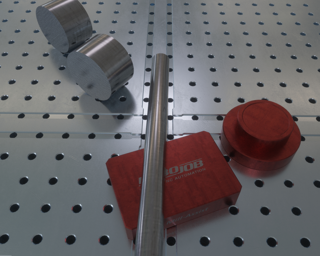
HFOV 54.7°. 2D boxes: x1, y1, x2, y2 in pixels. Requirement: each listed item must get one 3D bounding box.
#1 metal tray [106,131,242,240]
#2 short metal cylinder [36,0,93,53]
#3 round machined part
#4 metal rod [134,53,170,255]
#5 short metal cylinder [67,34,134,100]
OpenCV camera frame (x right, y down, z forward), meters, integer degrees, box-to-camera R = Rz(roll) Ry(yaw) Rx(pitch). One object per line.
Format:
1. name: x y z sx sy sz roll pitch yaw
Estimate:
1. metal tray: 0.013 0.060 0.354 0.131 0.030 0.090 -16 52 -13
2. short metal cylinder: -0.159 -0.173 0.517 0.080 0.080 0.050 34 58 25
3. round machined part: 0.130 0.002 0.396 0.099 0.042 0.098 0 50 0
4. metal rod: -0.005 0.016 0.354 0.025 0.025 0.300 2 50 1
5. short metal cylinder: -0.085 -0.086 0.444 0.080 0.080 0.050 28 56 21
